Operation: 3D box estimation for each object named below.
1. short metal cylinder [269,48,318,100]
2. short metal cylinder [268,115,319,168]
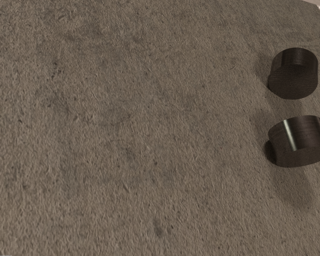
[{"bbox_3d":[0.242,-0.098,0.562,0.080,0.080,0.050,31,52,-9],"label":"short metal cylinder"},{"bbox_3d":[0.212,0.022,0.472,0.081,0.080,0.050,8,58,-25],"label":"short metal cylinder"}]
